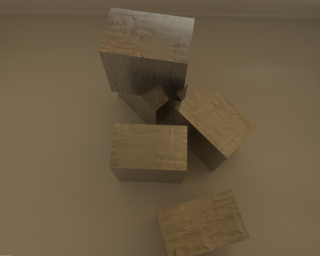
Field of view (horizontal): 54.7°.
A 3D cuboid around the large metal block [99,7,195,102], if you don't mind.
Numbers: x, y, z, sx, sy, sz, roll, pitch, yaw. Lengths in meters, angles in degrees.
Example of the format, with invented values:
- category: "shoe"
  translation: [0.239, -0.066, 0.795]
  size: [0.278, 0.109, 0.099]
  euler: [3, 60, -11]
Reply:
- category: "large metal block"
  translation: [-0.011, -0.072, 0.322]
  size: [0.080, 0.080, 0.050]
  euler: [9, 70, 3]

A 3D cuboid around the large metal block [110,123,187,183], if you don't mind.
- category: "large metal block"
  translation: [-0.011, 0.033, 0.368]
  size: [0.081, 0.080, 0.050]
  euler: [2, 70, 0]

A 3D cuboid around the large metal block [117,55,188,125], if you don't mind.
- category: "large metal block"
  translation: [-0.014, -0.049, 0.398]
  size: [0.050, 0.080, 0.080]
  euler: [-41, 75, -14]

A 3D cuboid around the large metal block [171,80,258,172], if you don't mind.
- category: "large metal block"
  translation: [0.061, 0.001, 0.379]
  size: [0.050, 0.080, 0.080]
  euler: [-42, 78, -14]

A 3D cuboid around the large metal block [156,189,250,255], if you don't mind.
- category: "large metal block"
  translation: [0.041, 0.108, 0.341]
  size: [0.081, 0.080, 0.050]
  euler: [-15, 71, -6]
